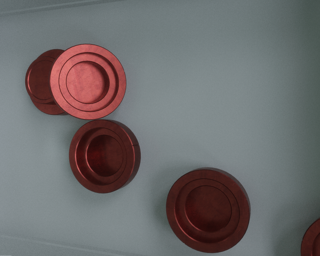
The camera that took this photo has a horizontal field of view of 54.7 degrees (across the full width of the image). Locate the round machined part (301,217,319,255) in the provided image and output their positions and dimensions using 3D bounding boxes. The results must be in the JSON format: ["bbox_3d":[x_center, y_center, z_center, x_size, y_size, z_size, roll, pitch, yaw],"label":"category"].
[{"bbox_3d":[0.203,0.133,0.320,0.098,0.042,0.097,-2,87,37],"label":"round machined part"}]

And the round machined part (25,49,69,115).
[{"bbox_3d":[-0.156,-0.068,0.455,0.098,0.042,0.097,0,90,19],"label":"round machined part"}]

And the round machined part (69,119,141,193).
[{"bbox_3d":[-0.071,0.037,0.425,0.098,0.042,0.097,0,90,19],"label":"round machined part"}]

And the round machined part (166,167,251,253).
[{"bbox_3d":[0.060,0.097,0.380,0.098,0.042,0.097,0,90,19],"label":"round machined part"}]

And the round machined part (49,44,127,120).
[{"bbox_3d":[-0.099,-0.061,0.417,0.099,0.042,0.097,-3,98,-24],"label":"round machined part"}]
